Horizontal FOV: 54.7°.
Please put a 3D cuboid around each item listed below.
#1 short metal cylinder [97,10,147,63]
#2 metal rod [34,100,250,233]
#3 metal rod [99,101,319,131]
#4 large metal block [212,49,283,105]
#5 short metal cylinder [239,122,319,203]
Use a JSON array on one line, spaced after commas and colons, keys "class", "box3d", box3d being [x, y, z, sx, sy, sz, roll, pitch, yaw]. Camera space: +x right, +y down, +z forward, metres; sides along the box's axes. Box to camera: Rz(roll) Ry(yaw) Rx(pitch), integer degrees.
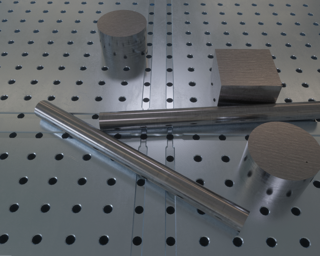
[{"class": "short metal cylinder", "box3d": [-0.062, -0.155, 0.521, 0.081, 0.050, 0.080, 0, 50, 0]}, {"class": "metal rod", "box3d": [-0.037, 0.036, 0.377, 0.301, 0.025, 0.025, 26, 55, 20]}, {"class": "metal rod", "box3d": [0.071, -0.017, 0.422, 0.302, 0.025, 0.025, -3, 50, -3]}, {"class": "large metal block", "box3d": [0.121, -0.070, 0.452, 0.081, 0.050, 0.080, 0, 50, 0]}, {"class": "short metal cylinder", "box3d": [0.137, 0.039, 0.360, 0.081, 0.050, 0.080, 0, 50, 0]}]
